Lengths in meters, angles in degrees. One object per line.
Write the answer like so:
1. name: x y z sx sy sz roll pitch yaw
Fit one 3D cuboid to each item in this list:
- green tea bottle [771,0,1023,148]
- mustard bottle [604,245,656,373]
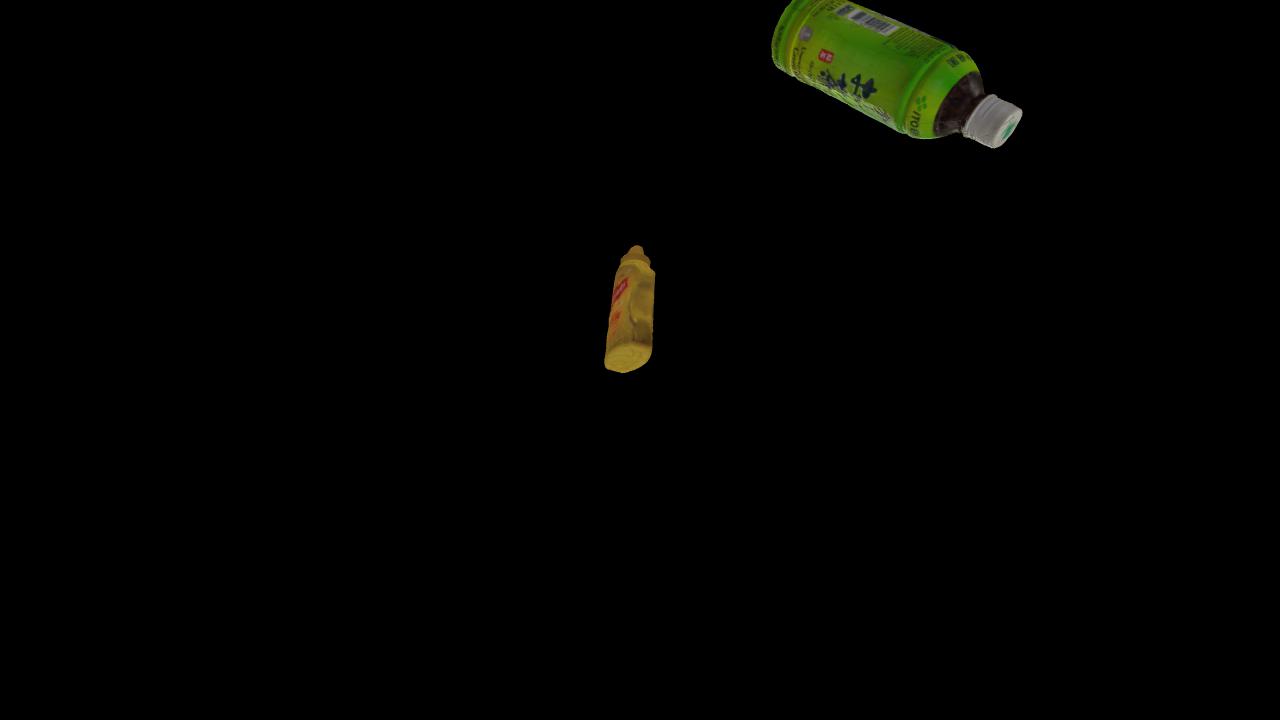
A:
1. green tea bottle: 0.203 -0.232 0.498 0.073 0.073 0.212 0 37 -48
2. mustard bottle: -0.010 -0.080 0.842 0.054 0.184 0.092 13 -29 -16
